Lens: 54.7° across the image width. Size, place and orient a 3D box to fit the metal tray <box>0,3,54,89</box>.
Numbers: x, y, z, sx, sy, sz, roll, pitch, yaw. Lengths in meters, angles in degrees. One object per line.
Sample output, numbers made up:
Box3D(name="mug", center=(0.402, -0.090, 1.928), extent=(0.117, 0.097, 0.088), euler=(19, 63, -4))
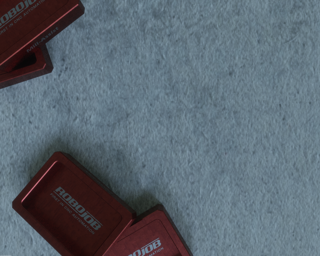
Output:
Box3D(name="metal tray", center=(-0.206, -0.124, 0.404), extent=(0.090, 0.030, 0.129), euler=(-18, 90, -1))

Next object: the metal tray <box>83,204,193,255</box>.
Box3D(name="metal tray", center=(-0.031, 0.172, 0.407), extent=(0.130, 0.030, 0.090), euler=(-31, 90, -1))

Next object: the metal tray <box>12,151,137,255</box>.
Box3D(name="metal tray", center=(-0.106, 0.103, 0.388), extent=(0.130, 0.030, 0.090), euler=(38, 85, 12))

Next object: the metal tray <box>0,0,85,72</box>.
Box3D(name="metal tray", center=(-0.171, -0.142, 0.374), extent=(0.130, 0.030, 0.090), euler=(-38, 91, -1))
